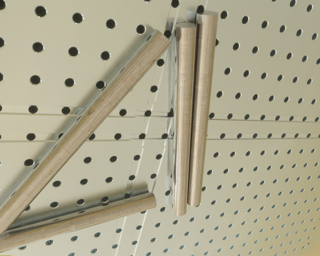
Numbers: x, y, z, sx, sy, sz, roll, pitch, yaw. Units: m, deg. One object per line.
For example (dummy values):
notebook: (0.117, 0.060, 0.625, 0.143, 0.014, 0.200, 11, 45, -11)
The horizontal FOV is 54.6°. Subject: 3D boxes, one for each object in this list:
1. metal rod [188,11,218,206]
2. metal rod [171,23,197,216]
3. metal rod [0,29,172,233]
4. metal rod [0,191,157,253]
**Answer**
metal rod: (0.055, -0.006, 0.436, 0.025, 0.025, 0.298, -14, 124, -21)
metal rod: (0.030, 0.009, 0.432, 0.025, 0.025, 0.298, -14, 124, -21)
metal rod: (-0.096, 0.007, 0.362, 0.300, 0.025, 0.025, -48, 129, 5)
metal rod: (-0.147, 0.134, 0.413, 0.302, 0.025, 0.025, -11, 123, -23)
